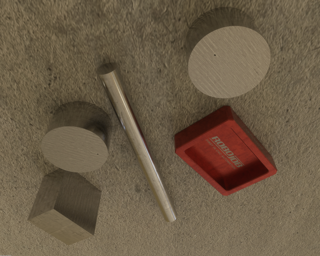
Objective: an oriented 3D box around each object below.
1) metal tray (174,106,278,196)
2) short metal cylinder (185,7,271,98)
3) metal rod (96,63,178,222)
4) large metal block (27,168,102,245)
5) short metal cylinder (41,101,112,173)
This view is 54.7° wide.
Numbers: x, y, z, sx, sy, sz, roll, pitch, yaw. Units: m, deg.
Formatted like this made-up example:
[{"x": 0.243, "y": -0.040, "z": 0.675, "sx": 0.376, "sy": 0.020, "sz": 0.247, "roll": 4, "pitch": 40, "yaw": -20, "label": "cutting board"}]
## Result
[{"x": 0.093, "y": 0.037, "z": 0.436, "sx": 0.090, "sy": 0.030, "sz": 0.130, "roll": -32, "pitch": 124, "yaw": 24, "label": "metal tray"}, {"x": 0.068, "y": -0.078, "z": 0.325, "sx": 0.081, "sy": 0.050, "sz": 0.079, "roll": 0, "pitch": 130, "yaw": 0, "label": "short metal cylinder"}, {"x": -0.021, "y": 0.043, "z": 0.442, "sx": 0.025, "sy": 0.025, "sz": 0.299, "roll": -12, "pitch": 130, "yaw": 10, "label": "metal rod"}, {"x": -0.139, "y": 0.116, "z": 0.469, "sx": 0.050, "sy": 0.080, "sz": 0.080, "roll": -27, "pitch": 125, "yaw": 21, "label": "large metal block"}, {"x": -0.105, "y": 0.012, "z": 0.400, "sx": 0.081, "sy": 0.050, "sz": 0.079, "roll": 0, "pitch": 130, "yaw": 0, "label": "short metal cylinder"}]
